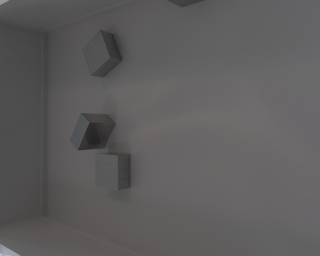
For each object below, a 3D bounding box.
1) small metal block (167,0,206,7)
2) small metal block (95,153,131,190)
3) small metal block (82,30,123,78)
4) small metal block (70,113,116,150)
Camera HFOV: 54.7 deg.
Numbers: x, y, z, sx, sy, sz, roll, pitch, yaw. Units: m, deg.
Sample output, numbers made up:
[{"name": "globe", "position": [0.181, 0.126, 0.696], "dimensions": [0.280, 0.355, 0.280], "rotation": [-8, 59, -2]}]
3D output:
[{"name": "small metal block", "position": [0.031, -0.168, 0.365], "dimensions": [0.050, 0.050, 0.025], "rotation": [0, 90, 40]}, {"name": "small metal block", "position": [-0.071, 0.064, 0.466], "dimensions": [0.050, 0.025, 0.050], "rotation": [0, 90, 40]}, {"name": "small metal block", "position": [-0.090, -0.114, 0.482], "dimensions": [0.050, 0.025, 0.050], "rotation": [-32, 70, 35]}, {"name": "small metal block", "position": [-0.103, 0.006, 0.476], "dimensions": [0.025, 0.050, 0.050], "rotation": [42, 115, 32]}]
